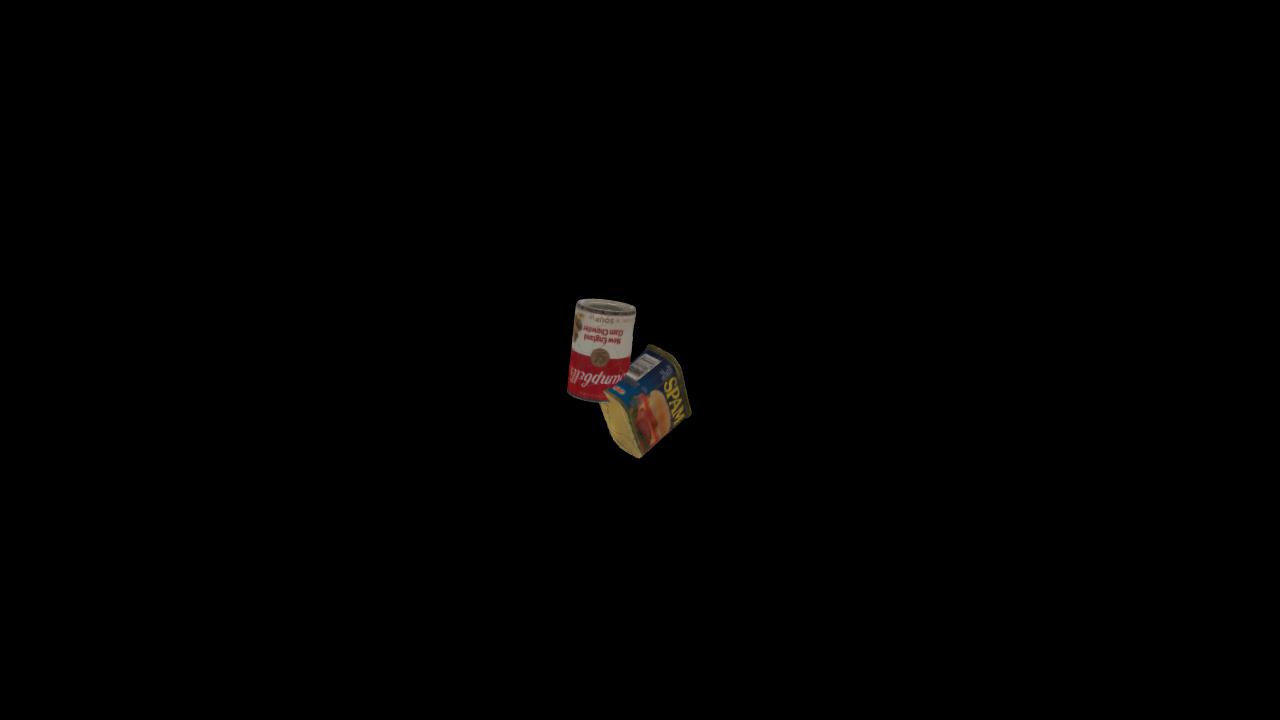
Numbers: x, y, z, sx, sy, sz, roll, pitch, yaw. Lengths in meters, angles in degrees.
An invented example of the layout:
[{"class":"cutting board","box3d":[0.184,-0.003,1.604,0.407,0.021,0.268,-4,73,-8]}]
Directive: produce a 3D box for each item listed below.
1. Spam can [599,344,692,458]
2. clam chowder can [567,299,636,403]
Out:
[{"class":"Spam can","box3d":[0.005,0.049,0.699,0.085,0.101,0.058,-38,44,-25]},{"class":"clam chowder can","box3d":[-0.042,-0.011,0.676,0.068,0.102,0.068,7,14,-2]}]
